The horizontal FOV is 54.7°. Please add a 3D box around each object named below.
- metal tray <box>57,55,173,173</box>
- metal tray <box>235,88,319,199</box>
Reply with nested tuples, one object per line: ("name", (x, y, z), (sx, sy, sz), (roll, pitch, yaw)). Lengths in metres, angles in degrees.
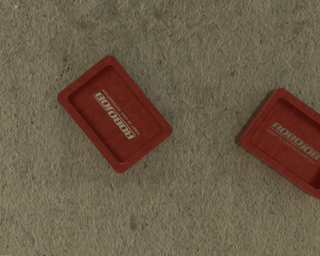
("metal tray", (-0.057, -0.018, 0.406), (0.090, 0.030, 0.130), (-39, 90, 0))
("metal tray", (0.179, 0.020, 0.408), (0.130, 0.030, 0.090), (36, 90, 0))
